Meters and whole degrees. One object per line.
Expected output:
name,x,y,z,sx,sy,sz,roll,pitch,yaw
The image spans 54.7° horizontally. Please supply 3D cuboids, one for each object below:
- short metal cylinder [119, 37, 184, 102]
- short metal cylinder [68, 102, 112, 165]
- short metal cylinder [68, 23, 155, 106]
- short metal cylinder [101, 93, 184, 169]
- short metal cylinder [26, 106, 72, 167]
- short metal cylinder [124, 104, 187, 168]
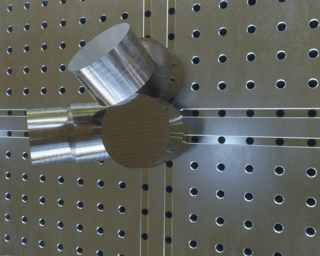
short metal cylinder,-0.014,-0.071,0.404,0.080,0.050,0.079,0,90,20
short metal cylinder,-0.091,0.005,0.408,0.050,0.080,0.080,-6,88,-22
short metal cylinder,-0.053,-0.070,0.341,0.080,0.080,0.050,-25,125,18
short metal cylinder,-0.019,0.003,0.351,0.080,0.050,0.080,0,90,20
short metal cylinder,-0.155,0.011,0.431,0.050,0.080,0.080,-6,87,-22
short metal cylinder,-0.010,0.009,0.402,0.080,0.050,0.080,0,90,20
